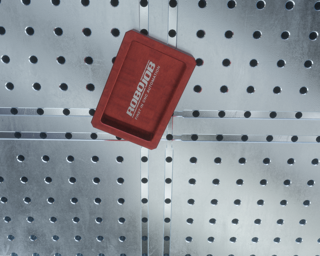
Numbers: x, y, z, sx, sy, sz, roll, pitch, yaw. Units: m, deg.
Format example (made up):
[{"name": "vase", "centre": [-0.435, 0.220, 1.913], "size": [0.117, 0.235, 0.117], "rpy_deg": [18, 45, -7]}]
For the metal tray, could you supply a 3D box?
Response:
[{"name": "metal tray", "centre": [-0.022, -0.046, 0.393], "size": [0.090, 0.030, 0.129], "rpy_deg": [22, 108, -8]}]
